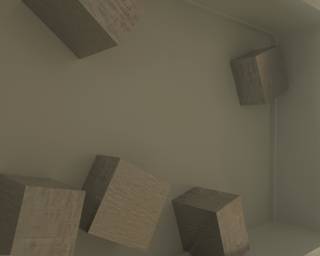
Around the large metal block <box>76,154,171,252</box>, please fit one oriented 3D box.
[{"bbox_3d":[-0.044,0.085,0.353,0.080,0.050,0.080,35,69,-35],"label":"large metal block"}]

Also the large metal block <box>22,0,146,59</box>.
[{"bbox_3d":[-0.076,-0.121,0.307,0.080,0.080,0.050,47,62,-30],"label":"large metal block"}]

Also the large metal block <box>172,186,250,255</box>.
[{"bbox_3d":[0.070,0.134,0.429,0.050,0.080,0.080,-21,104,-38],"label":"large metal block"}]

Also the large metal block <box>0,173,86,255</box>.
[{"bbox_3d":[-0.115,0.087,0.275,0.050,0.080,0.080,16,80,-39],"label":"large metal block"}]

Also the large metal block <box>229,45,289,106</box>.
[{"bbox_3d":[0.173,-0.091,0.535,0.081,0.050,0.080,-29,108,-36],"label":"large metal block"}]
